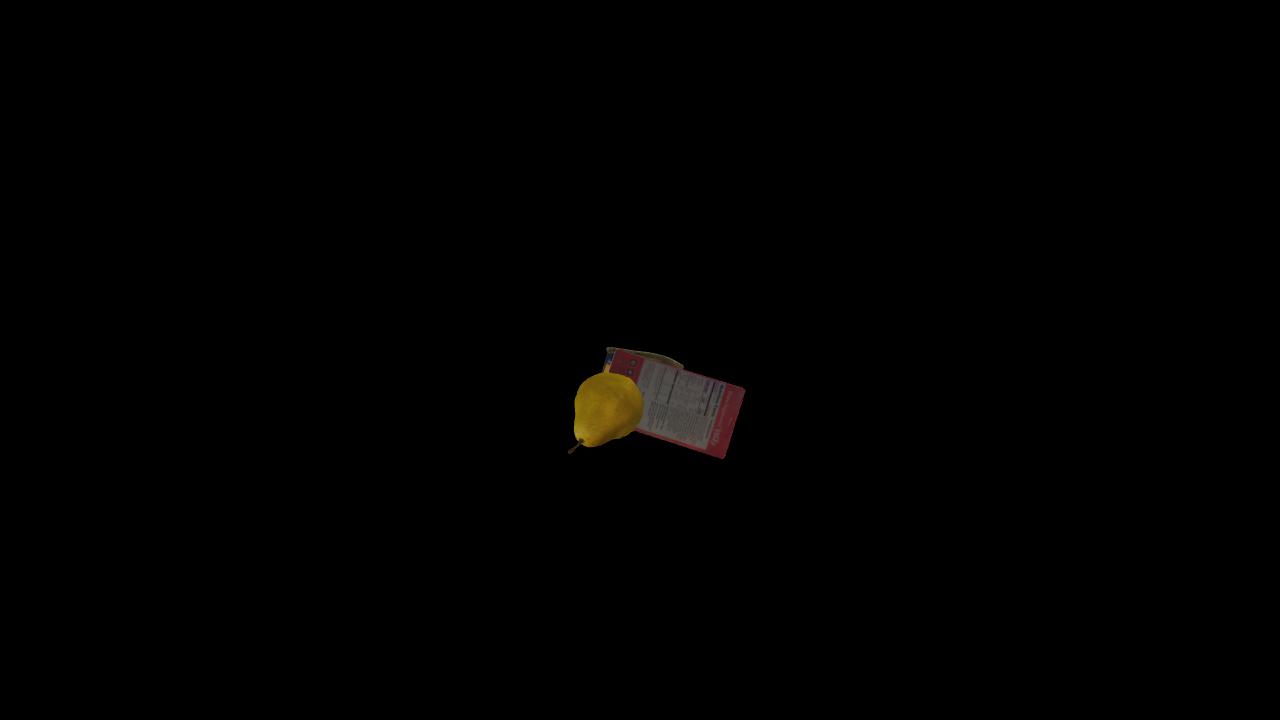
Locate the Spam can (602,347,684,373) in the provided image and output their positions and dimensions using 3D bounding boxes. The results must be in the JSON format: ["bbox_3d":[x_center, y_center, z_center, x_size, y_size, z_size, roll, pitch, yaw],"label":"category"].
[{"bbox_3d":[-0.006,0.036,0.749,0.101,0.085,0.058,8,-12,42],"label":"Spam can"}]

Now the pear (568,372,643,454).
[{"bbox_3d":[-0.041,0.064,0.681,0.080,0.080,0.111,0,35,20],"label":"pear"}]

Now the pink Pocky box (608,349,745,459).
[{"bbox_3d":[0.034,0.049,0.703,0.155,0.084,0.029,17,-1,5],"label":"pink Pocky box"}]
